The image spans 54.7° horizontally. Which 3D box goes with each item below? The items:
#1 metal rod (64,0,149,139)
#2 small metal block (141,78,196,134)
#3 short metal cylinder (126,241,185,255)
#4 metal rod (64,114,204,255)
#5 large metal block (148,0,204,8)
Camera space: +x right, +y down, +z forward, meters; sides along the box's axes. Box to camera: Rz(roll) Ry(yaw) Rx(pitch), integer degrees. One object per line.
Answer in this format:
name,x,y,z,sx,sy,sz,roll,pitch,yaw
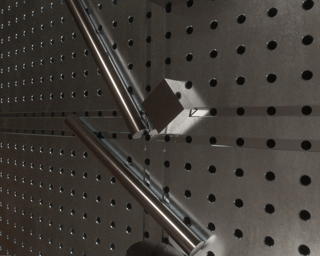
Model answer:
metal rod,-0.093,-0.114,0.483,0.025,0.025,0.299,-42,65,31
small metal block,0.010,-0.027,0.399,0.050,0.025,0.050,-45,64,30
short metal cylinder,-0.008,0.184,0.378,0.080,0.081,0.050,24,105,37
metal rod,-0.054,0.066,0.451,0.300,0.025,0.025,39,114,32
large metal block,0.023,-0.199,0.373,0.080,0.050,0.079,7,95,39
